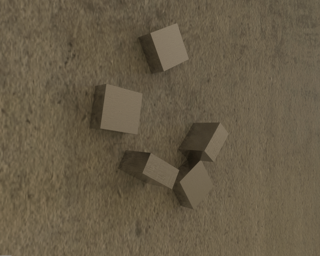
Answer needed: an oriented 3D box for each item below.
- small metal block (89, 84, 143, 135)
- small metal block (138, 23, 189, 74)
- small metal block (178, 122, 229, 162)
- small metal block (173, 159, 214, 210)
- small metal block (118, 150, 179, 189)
[{"bbox_3d":[-0.051,-0.021,0.364,0.050,0.025,0.050,11,83,-40],"label":"small metal block"},{"bbox_3d":[0.006,-0.106,0.411,0.050,0.025,0.050,-33,111,-35],"label":"small metal block"},{"bbox_3d":[0.062,0.019,0.443,0.025,0.050,0.050,48,61,-30],"label":"small metal block"},{"bbox_3d":[0.045,0.079,0.445,0.050,0.025,0.050,-40,115,-33],"label":"small metal block"},{"bbox_3d":[-0.014,0.051,0.379,0.050,0.050,0.025,35,69,-35],"label":"small metal block"}]
